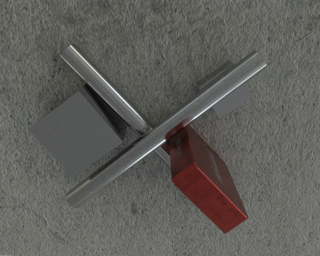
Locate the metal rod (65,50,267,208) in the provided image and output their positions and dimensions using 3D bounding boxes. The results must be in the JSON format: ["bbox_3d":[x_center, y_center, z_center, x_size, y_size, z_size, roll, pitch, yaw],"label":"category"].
[{"bbox_3d":[-0.001,0.009,0.387,0.300,0.025,0.025,-37,106,12],"label":"metal rod"}]

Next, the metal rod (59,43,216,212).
[{"bbox_3d":[-0.013,0.010,0.415,0.025,0.025,0.300,-40,106,13],"label":"metal rod"}]

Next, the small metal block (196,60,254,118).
[{"bbox_3d":[0.082,-0.049,0.394,0.050,0.025,0.050,-34,107,11],"label":"small metal block"}]

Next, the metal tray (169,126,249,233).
[{"bbox_3d":[0.053,0.052,0.374,0.030,0.130,0.090,-41,105,14],"label":"metal tray"}]

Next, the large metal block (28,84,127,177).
[{"bbox_3d":[-0.101,0.001,0.395,0.080,0.050,0.080,-35,107,11],"label":"large metal block"}]
